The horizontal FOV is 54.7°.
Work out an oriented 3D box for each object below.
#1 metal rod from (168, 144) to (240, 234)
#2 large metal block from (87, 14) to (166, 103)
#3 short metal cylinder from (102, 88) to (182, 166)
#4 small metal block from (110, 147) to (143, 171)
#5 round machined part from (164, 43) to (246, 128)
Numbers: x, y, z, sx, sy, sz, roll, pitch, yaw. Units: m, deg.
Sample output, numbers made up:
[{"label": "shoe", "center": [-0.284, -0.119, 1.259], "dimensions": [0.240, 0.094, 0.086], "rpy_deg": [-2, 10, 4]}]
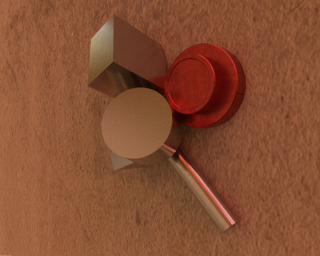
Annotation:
[{"label": "metal rod", "center": [-0.003, 0.003, 0.408], "dimensions": [0.025, 0.025, 0.300], "rpy_deg": [-52, 60, 27]}, {"label": "large metal block", "center": [-0.040, -0.080, 0.388], "dimensions": [0.050, 0.080, 0.080], "rpy_deg": [-33, 48, 36]}, {"label": "short metal cylinder", "center": [-0.019, 0.000, 0.356], "dimensions": [0.080, 0.050, 0.080], "rpy_deg": [-4, 73, 15]}, {"label": "small metal block", "center": [-0.029, 0.036, 0.413], "dimensions": [0.050, 0.050, 0.025], "rpy_deg": [-26, 73, 36]}, {"label": "round machined part", "center": [0.044, -0.049, 0.357], "dimensions": [0.098, 0.042, 0.097], "rpy_deg": [0, 90, 39]}]
